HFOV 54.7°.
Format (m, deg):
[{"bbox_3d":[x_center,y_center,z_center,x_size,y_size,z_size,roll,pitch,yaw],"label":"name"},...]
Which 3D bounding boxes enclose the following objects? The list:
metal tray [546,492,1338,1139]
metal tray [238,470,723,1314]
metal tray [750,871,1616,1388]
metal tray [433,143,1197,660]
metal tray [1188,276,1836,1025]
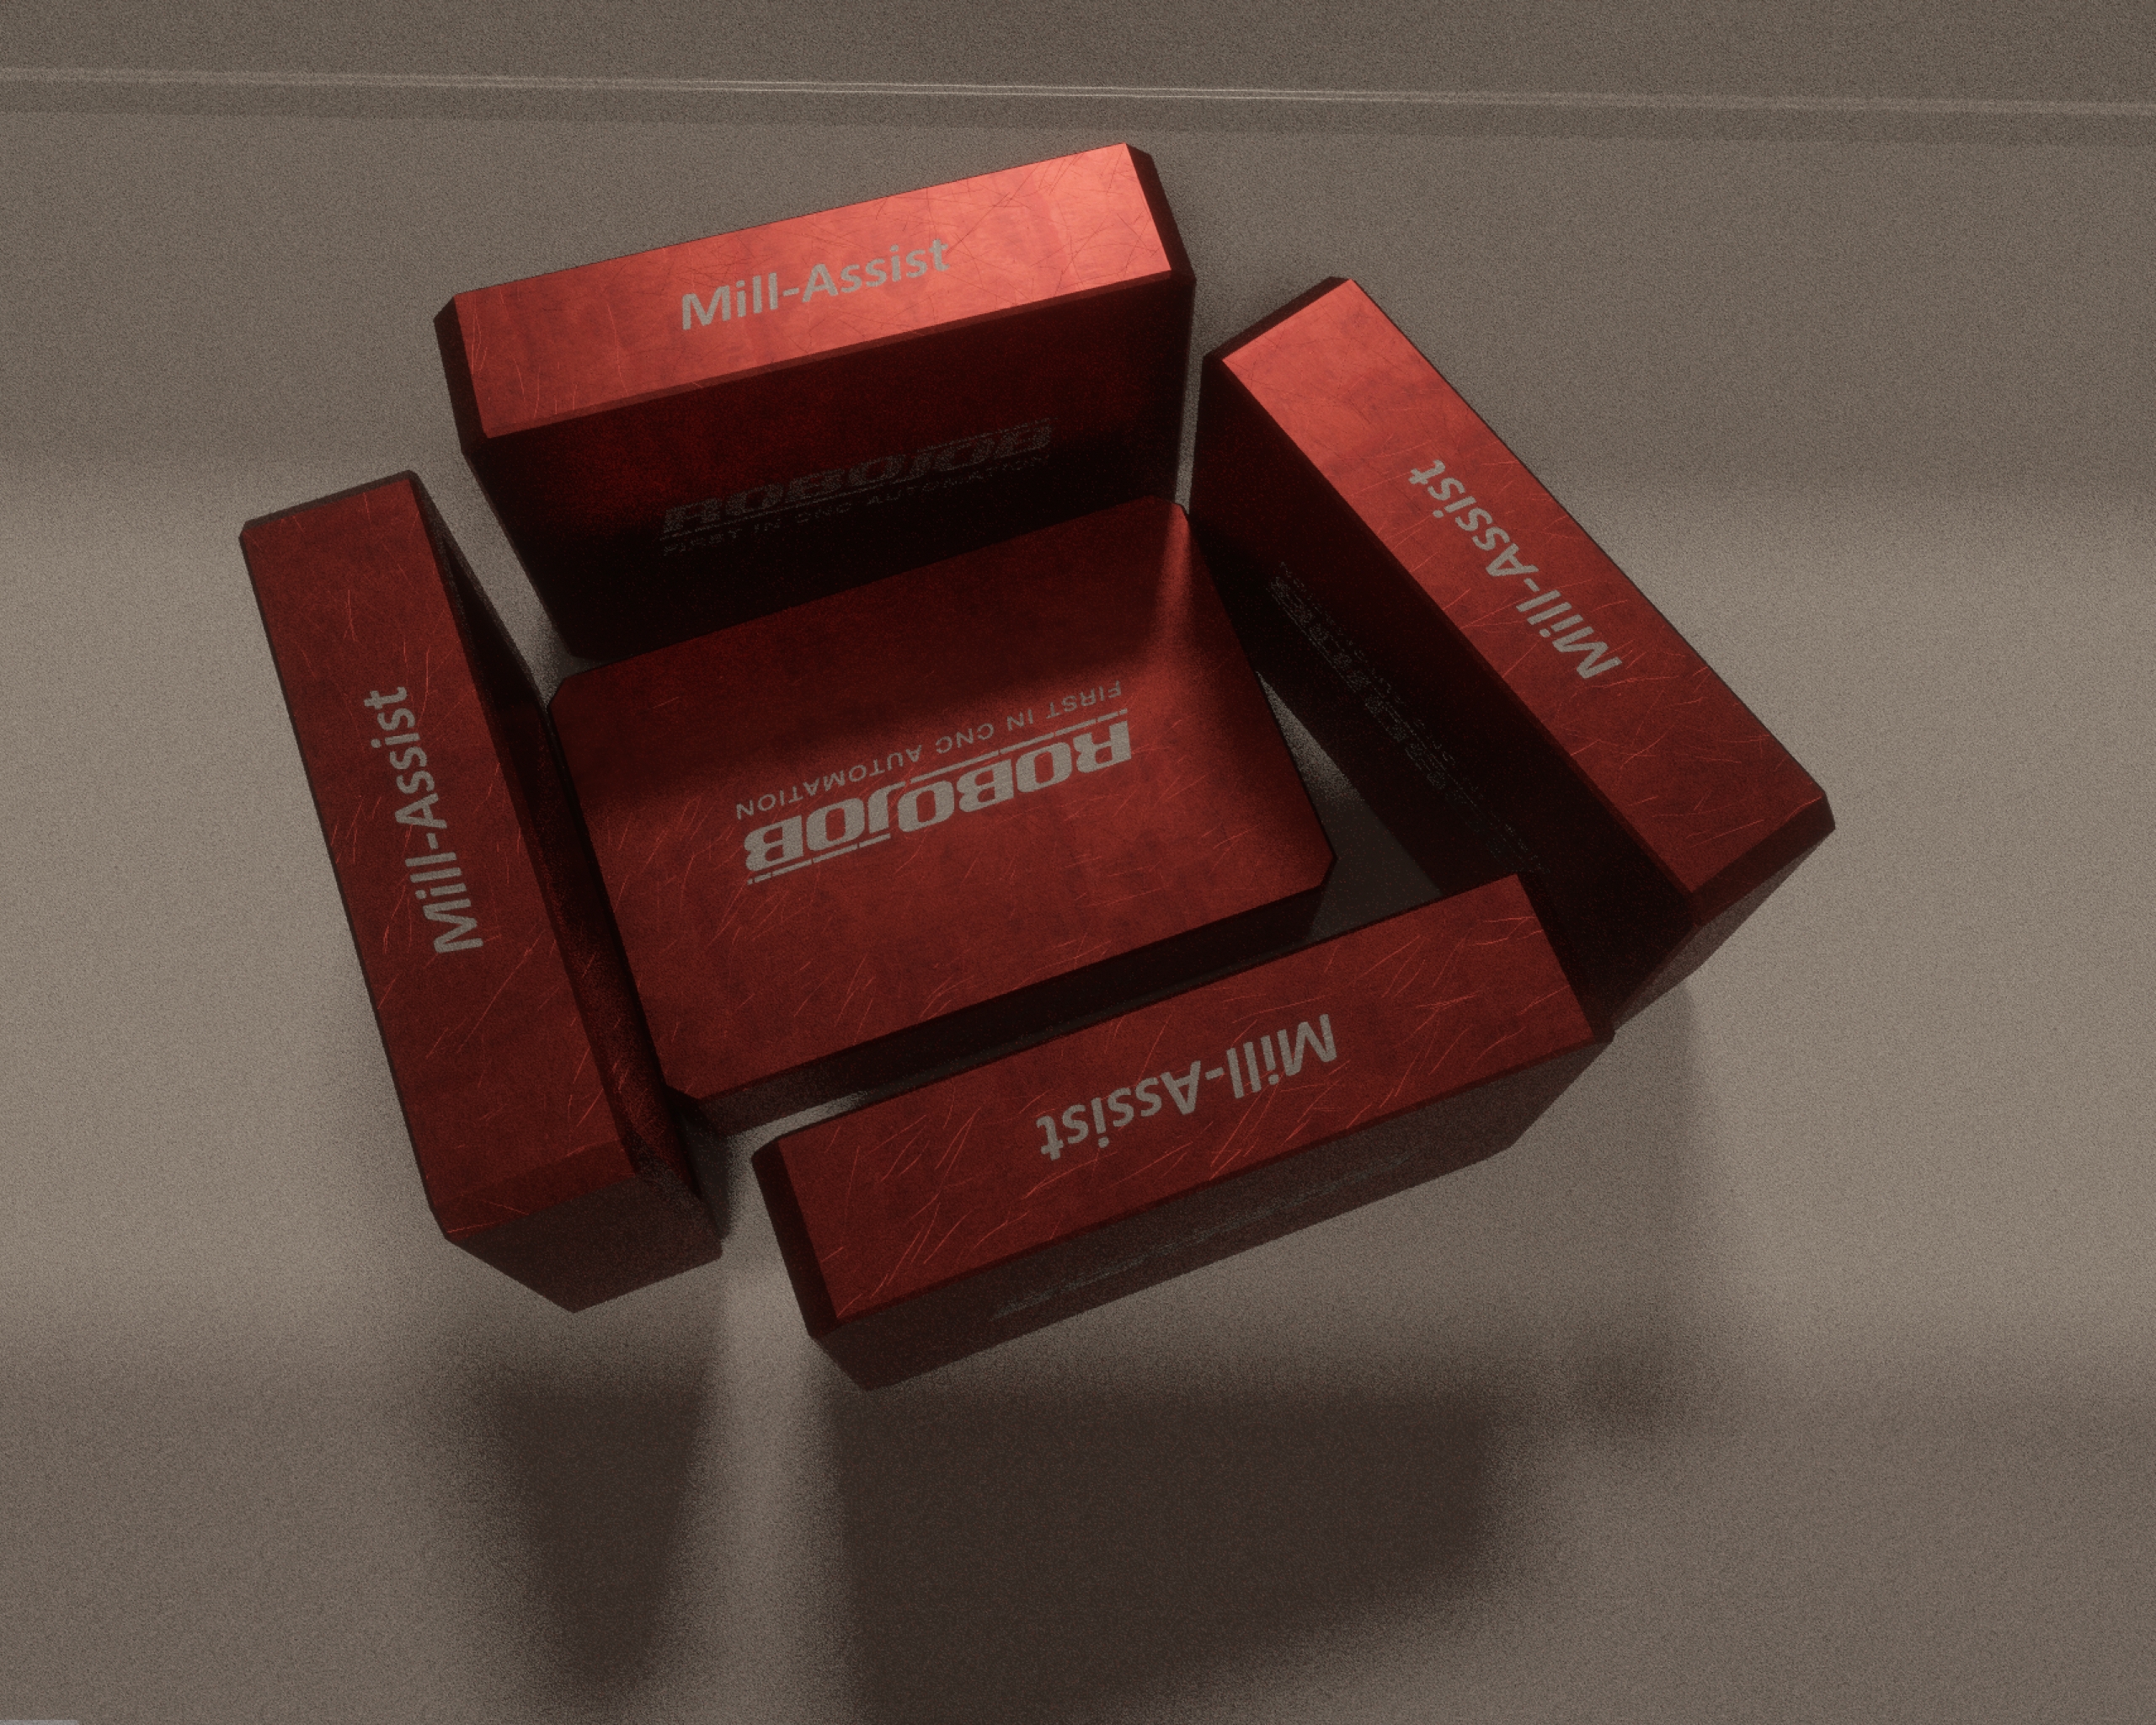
[{"bbox_3d":[-0.027,-0.011,0.408,0.131,0.030,0.090,-19,71,-7],"label":"metal tray"},{"bbox_3d":[-0.103,0.008,0.369,0.030,0.090,0.130,-20,72,-7],"label":"metal tray"},{"bbox_3d":[0.017,0.049,0.355,0.131,0.090,0.030,-19,72,-7],"label":"metal tray"},{"bbox_3d":[-0.046,-0.085,0.404,0.131,0.090,0.030,-15,71,-6],"label":"metal tray"},{"bbox_3d":[0.072,-0.034,0.387,0.030,0.090,0.130,-35,74,-11],"label":"metal tray"}]
